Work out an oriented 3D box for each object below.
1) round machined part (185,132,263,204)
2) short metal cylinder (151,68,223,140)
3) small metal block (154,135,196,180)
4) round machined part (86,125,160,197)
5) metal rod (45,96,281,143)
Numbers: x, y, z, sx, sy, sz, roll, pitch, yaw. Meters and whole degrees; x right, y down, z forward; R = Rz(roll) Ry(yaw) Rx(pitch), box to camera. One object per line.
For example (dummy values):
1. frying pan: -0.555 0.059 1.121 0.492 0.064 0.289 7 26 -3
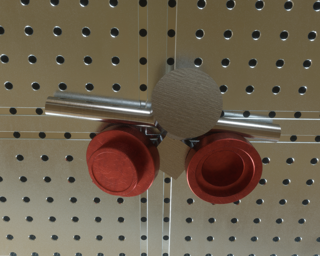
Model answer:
1. round machined part: 0.083 0.050 0.417 0.099 0.042 0.097 -1 113 -3
2. short metal cylinder: 0.029 -0.026 0.371 0.081 0.050 0.080 0 85 -4
3. small metal block: 0.016 0.034 0.422 0.050 0.025 0.050 35 106 -12
4. round machined part: -0.053 0.048 0.404 0.098 0.042 0.097 6 112 16
5. metal rod: 0.006 -0.011 0.406 0.302 0.025 0.025 7 110 -3
